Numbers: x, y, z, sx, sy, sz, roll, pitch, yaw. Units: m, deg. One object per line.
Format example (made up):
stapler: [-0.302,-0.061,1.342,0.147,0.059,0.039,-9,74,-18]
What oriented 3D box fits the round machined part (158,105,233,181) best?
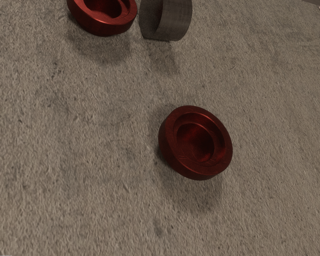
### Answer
round machined part: [0.042,0.022,0.404,0.099,0.042,0.098,14,56,-21]

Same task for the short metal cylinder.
short metal cylinder: [0.007,-0.179,0.483,0.050,0.080,0.080,-1,63,-29]

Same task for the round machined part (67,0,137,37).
round machined part: [-0.086,-0.173,0.453,0.099,0.042,0.098,14,56,-21]
